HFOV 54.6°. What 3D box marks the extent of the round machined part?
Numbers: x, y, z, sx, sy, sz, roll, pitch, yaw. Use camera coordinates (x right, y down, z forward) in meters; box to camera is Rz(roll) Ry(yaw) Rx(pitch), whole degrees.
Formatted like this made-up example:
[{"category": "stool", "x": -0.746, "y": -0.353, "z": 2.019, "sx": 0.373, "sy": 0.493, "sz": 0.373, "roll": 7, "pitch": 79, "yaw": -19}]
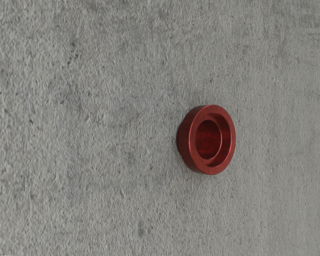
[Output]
[{"category": "round machined part", "x": 0.062, "y": 0.016, "z": 0.444, "sx": 0.099, "sy": 0.042, "sz": 0.097, "roll": 0, "pitch": 90, "yaw": -40}]
